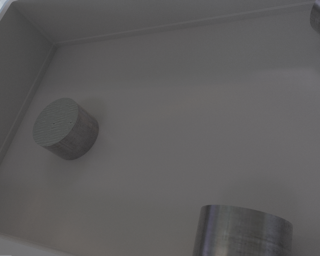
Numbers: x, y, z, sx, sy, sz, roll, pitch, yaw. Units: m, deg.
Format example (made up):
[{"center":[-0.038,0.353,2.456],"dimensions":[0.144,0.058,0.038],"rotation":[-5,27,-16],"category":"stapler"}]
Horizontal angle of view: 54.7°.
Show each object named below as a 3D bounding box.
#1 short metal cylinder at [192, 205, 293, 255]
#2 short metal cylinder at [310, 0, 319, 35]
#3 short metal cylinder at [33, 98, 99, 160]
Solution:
[{"center":[0.071,0.104,0.270],"dimensions":[0.080,0.080,0.050],"rotation":[1,62,28],"category":"short metal cylinder"},{"center":[0.214,-0.125,0.334],"dimensions":[0.080,0.080,0.050],"rotation":[-30,52,9],"category":"short metal cylinder"},{"center":[-0.140,0.002,0.462],"dimensions":[0.080,0.050,0.080],"rotation":[-13,56,21],"category":"short metal cylinder"}]
